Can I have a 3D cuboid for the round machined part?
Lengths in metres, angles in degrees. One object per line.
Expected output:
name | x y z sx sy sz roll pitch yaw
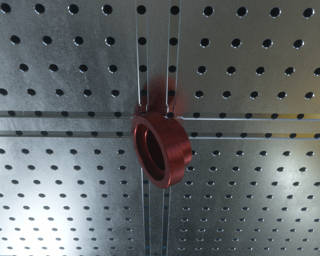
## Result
round machined part | 0.005 0.025 0.397 0.042 0.098 0.097 -19 136 -25
